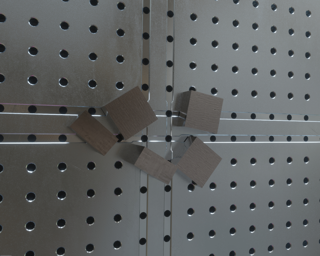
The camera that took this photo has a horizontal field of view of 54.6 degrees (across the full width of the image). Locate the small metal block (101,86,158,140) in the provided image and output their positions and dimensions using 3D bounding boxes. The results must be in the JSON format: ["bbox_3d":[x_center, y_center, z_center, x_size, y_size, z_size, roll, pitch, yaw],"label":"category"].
[{"bbox_3d":[-0.039,-0.019,0.398,0.050,0.025,0.050,-34,101,-17],"label":"small metal block"}]

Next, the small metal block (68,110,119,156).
[{"bbox_3d":[-0.081,0.006,0.369,0.050,0.050,0.025,44,77,-15],"label":"small metal block"}]

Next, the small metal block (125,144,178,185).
[{"bbox_3d":[-0.012,0.045,0.395,0.050,0.050,0.025,33,79,-17],"label":"small metal block"}]

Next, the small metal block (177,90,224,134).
[{"bbox_3d":[0.056,-0.021,0.433,0.050,0.025,0.050,12,86,-20],"label":"small metal block"}]

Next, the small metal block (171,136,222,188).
[{"bbox_3d":[0.049,0.047,0.431,0.050,0.025,0.050,41,77,-16],"label":"small metal block"}]
